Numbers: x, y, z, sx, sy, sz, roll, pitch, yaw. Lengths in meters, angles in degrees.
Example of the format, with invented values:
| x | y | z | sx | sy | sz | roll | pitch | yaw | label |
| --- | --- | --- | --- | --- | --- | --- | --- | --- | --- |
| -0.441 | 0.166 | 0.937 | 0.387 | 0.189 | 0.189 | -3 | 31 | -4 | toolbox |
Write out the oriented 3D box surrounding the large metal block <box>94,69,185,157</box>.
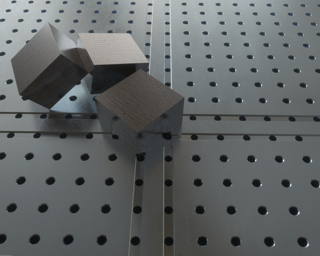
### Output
| x | y | z | sx | sy | sz | roll | pitch | yaw | label |
| --- | --- | --- | --- | --- | --- | --- | --- | --- | --- |
| -0.026 | -0.023 | 0.410 | 0.080 | 0.050 | 0.080 | 37 | 59 | 26 | large metal block |

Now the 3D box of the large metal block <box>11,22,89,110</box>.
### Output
| x | y | z | sx | sy | sz | roll | pitch | yaw | label |
| --- | --- | --- | --- | --- | --- | --- | --- | --- | --- |
| -0.158 | -0.088 | 0.439 | 0.080 | 0.050 | 0.080 | -40 | 54 | 12 | large metal block |

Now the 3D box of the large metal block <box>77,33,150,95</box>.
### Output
| x | y | z | sx | sy | sz | roll | pitch | yaw | label |
| --- | --- | --- | --- | --- | --- | --- | --- | --- | --- |
| -0.073 | -0.098 | 0.460 | 0.081 | 0.050 | 0.080 | -9 | 49 | -28 | large metal block |
